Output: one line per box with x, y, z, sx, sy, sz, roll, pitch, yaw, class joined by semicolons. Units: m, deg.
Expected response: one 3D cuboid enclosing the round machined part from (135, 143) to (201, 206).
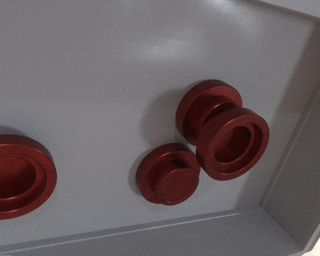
0.018;0.074;0.453;0.099;0.042;0.097;-14;124;-21;round machined part

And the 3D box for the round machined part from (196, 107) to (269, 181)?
0.089;0.017;0.402;0.099;0.042;0.097;-14;124;-21;round machined part

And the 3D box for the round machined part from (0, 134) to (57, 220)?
-0.166;0.048;0.337;0.099;0.042;0.097;-14;124;-21;round machined part

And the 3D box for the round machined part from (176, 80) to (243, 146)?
0.075;-0.014;0.430;0.099;0.042;0.097;-14;124;-21;round machined part
